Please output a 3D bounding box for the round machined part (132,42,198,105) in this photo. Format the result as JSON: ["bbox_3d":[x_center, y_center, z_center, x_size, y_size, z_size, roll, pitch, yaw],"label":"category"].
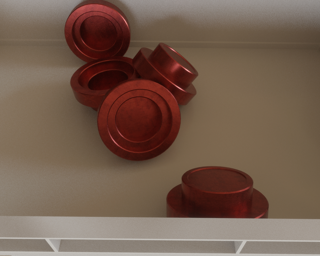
[{"bbox_3d":[0.014,-0.080,0.426,0.098,0.042,0.098,35,22,-16],"label":"round machined part"}]

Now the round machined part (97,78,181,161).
[{"bbox_3d":[-0.027,-0.012,0.380,0.099,0.097,0.042,-12,16,-10],"label":"round machined part"}]

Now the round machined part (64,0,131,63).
[{"bbox_3d":[-0.095,-0.152,0.486,0.099,0.097,0.042,-2,39,-2],"label":"round machined part"}]

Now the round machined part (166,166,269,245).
[{"bbox_3d":[0.055,0.068,0.305,0.099,0.042,0.098,-1,13,0],"label":"round machined part"}]

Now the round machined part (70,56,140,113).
[{"bbox_3d":[-0.071,-0.058,0.434,0.099,0.042,0.098,-5,41,5],"label":"round machined part"}]
